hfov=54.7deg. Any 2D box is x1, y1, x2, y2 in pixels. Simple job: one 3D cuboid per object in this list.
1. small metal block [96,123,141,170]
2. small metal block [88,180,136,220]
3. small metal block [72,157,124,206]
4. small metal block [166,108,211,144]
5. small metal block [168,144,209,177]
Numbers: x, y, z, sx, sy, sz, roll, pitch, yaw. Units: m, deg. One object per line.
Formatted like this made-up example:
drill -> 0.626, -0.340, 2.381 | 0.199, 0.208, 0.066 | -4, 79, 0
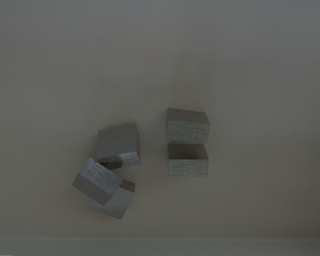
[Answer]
small metal block -> -0.053, 0.025, 0.403 | 0.050, 0.050, 0.025 | -12, 134, 4
small metal block -> -0.069, 0.098, 0.447 | 0.050, 0.025, 0.050 | 22, 108, -9
small metal block -> -0.081, 0.070, 0.397 | 0.050, 0.025, 0.050 | 35, 144, -4
small metal block -> 0.034, -0.004, 0.397 | 0.050, 0.050, 0.025 | 7, 110, -3
small metal block -> 0.036, 0.042, 0.414 | 0.050, 0.050, 0.025 | 0, 110, -1
